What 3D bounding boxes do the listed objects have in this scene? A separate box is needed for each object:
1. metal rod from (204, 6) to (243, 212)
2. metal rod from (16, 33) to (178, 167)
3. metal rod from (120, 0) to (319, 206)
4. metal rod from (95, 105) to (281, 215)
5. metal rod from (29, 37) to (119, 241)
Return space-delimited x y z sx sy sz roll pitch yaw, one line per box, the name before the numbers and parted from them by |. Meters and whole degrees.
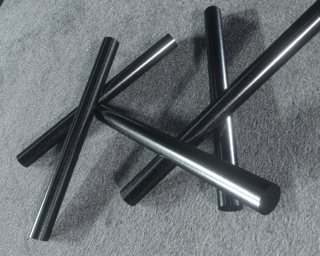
metal rod | 0.076 -0.047 0.392 0.025 0.025 0.299 -12 56 22
metal rod | -0.097 -0.042 0.480 0.300 0.025 0.025 -39 51 2
metal rod | 0.066 -0.019 0.345 0.299 0.025 0.025 -45 50 11
metal rod | -0.003 0.015 0.347 0.025 0.025 0.300 -53 37 -10
metal rod | -0.116 0.004 0.439 0.025 0.025 0.299 7 72 31
